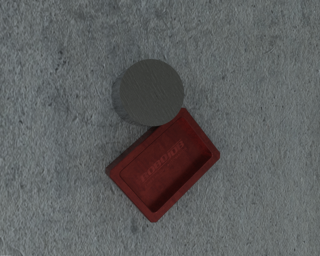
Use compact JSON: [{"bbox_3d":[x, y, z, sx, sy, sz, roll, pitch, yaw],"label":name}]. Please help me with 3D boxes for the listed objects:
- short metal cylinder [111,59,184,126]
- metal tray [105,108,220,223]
[{"bbox_3d":[-0.017,-0.042,0.390,0.081,0.050,0.080,0,90,-20],"label":"short metal cylinder"},{"bbox_3d":[0.006,0.046,0.408,0.130,0.030,0.090,-42,104,-15],"label":"metal tray"}]
